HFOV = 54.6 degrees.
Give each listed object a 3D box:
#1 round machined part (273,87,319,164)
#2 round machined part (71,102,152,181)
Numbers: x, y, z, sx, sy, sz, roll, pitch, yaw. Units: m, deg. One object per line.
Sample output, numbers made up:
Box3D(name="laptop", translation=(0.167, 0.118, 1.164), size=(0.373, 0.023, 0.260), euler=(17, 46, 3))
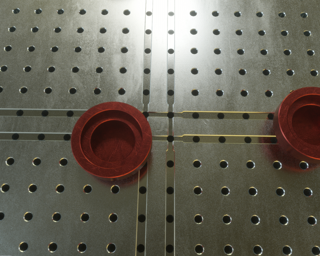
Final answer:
Box3D(name="round machined part", translation=(0.197, -0.001, 0.404), size=(0.099, 0.042, 0.098), euler=(0, 70, 0))
Box3D(name="round machined part", translation=(-0.059, 0.019, 0.396), size=(0.099, 0.042, 0.098), euler=(0, 70, 0))
